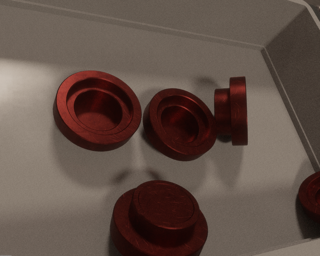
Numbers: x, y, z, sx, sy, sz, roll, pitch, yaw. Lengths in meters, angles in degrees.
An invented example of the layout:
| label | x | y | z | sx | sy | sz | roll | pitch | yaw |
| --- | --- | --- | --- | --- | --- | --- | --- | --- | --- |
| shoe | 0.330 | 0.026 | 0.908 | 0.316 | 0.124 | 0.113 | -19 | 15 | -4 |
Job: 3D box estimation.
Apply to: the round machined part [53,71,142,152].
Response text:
| label | x | y | z | sx | sy | sz | roll | pitch | yaw |
| --- | --- | --- | --- | --- | --- | --- | --- | --- | --- |
| round machined part | -0.075 | -0.016 | 0.365 | 0.099 | 0.042 | 0.098 | 14 | 56 | -21 |

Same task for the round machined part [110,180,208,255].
| label | x | y | z | sx | sy | sz | roll | pitch | yaw |
| --- | --- | --- | --- | --- | --- | --- | --- | --- | --- |
| round machined part | 0.002 | 0.090 | 0.314 | 0.099 | 0.042 | 0.098 | 12 | 28 | -6 |

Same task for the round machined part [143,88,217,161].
| label | x | y | z | sx | sy | sz | roll | pitch | yaw |
| --- | --- | --- | --- | --- | --- | --- | --- | --- | --- |
| round machined part | 0.022 | -0.001 | 0.409 | 0.099 | 0.042 | 0.098 | 14 | 56 | -21 |

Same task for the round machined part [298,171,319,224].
| label | x | y | z | sx | sy | sz | roll | pitch | yaw |
| --- | --- | --- | --- | --- | --- | --- | --- | --- | --- |
| round machined part | 0.256 | 0.106 | 0.446 | 0.098 | 0.098 | 0.042 | -49 | 122 | -39 |

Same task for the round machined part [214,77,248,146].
| label | x | y | z | sx | sy | sz | roll | pitch | yaw |
| --- | --- | --- | --- | --- | --- | --- | --- | --- | --- |
| round machined part | 0.102 | -0.023 | 0.443 | 0.042 | 0.098 | 0.098 | -2 | 55 | 15 |
